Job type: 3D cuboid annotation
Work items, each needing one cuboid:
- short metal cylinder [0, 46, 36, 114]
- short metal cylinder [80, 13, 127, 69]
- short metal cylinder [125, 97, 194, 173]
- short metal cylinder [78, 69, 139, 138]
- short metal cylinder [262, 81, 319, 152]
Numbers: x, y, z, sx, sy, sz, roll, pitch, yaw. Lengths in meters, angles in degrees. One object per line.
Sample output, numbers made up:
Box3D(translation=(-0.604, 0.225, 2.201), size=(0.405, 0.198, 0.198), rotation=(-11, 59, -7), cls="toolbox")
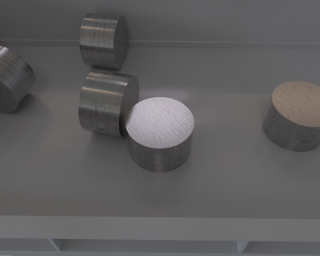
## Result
Box3D(translation=(-0.220, -0.065, 0.423), size=(0.080, 0.080, 0.050), rotation=(11, 51, 9), cls="short metal cylinder")
Box3D(translation=(-0.085, -0.135, 0.482), size=(0.050, 0.080, 0.080), rotation=(8, 51, 7), cls="short metal cylinder")
Box3D(translation=(0.000, 0.008, 0.382), size=(0.080, 0.050, 0.080), rotation=(0, 50, 0), cls="short metal cylinder")
Box3D(translation=(-0.062, -0.031, 0.395), size=(0.050, 0.080, 0.080), rotation=(11, 51, 9), cls="short metal cylinder")
Box3D(translation=(0.180, -0.016, 0.403), size=(0.080, 0.050, 0.080), rotation=(0, 50, 0), cls="short metal cylinder")
